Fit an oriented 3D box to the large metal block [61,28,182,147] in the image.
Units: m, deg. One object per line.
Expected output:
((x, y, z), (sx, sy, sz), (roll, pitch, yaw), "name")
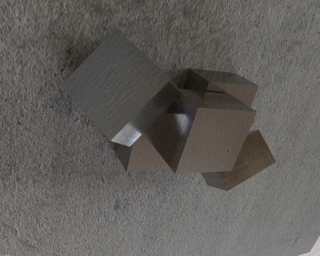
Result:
((-0.038, -0.039, 0.320), (0.080, 0.080, 0.050), (-46, 163, 3), "large metal block")

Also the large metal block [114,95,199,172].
((-0.006, 0.006, 0.391), (0.081, 0.050, 0.079), (0, 119, -29), "large metal block")

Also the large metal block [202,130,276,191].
((0.105, 0.046, 0.452), (0.080, 0.080, 0.050), (-28, 90, -11), "large metal block")

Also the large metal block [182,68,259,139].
((0.073, -0.031, 0.415), (0.081, 0.050, 0.079), (0, 119, -29), "large metal block")

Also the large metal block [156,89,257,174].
((0.051, 0.004, 0.357), (0.081, 0.050, 0.079), (2, 118, -30), "large metal block")
